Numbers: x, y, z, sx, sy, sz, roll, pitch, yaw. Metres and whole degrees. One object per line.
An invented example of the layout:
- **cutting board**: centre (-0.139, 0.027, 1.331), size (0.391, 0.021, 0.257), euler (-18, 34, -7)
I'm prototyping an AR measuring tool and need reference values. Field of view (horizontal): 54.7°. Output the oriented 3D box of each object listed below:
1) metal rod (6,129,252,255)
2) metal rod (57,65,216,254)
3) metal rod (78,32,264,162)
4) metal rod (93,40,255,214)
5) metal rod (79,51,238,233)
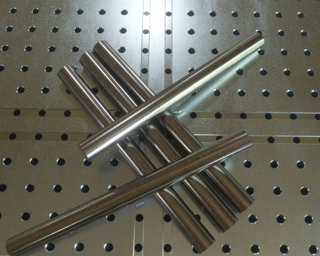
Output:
- **metal rod**: centre (-0.035, 0.076, 0.361), size (0.301, 0.025, 0.025), euler (-25, 72, -1)
- **metal rod**: centre (-0.039, 0.030, 0.400), size (0.025, 0.025, 0.300), euler (-37, 75, -13)
- **metal rod**: centre (0.029, -0.051, 0.409), size (0.302, 0.025, 0.025), euler (-34, 74, -20)
- **metal rod**: centre (0.009, -0.011, 0.416), size (0.025, 0.025, 0.300), euler (-39, 75, -13)
- **metal rod**: centre (-0.011, 0.008, 0.408), size (0.025, 0.025, 0.300), euler (-37, 75, -13)
